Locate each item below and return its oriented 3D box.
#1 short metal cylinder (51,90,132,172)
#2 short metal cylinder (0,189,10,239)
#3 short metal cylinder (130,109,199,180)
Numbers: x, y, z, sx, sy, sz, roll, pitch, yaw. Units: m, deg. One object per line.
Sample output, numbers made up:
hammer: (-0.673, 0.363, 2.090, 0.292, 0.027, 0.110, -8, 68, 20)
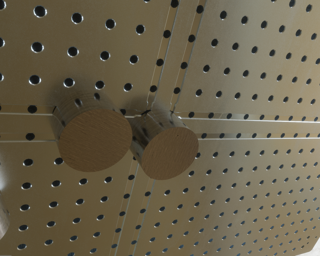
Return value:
short metal cylinder: (-0.078, 0.003, 0.354, 0.081, 0.050, 0.079, -14, 124, -21)
short metal cylinder: (-0.204, 0.089, 0.319, 0.081, 0.080, 0.050, -15, 125, -20)
short metal cylinder: (0.004, 0.022, 0.410, 0.081, 0.050, 0.079, -14, 124, -21)
